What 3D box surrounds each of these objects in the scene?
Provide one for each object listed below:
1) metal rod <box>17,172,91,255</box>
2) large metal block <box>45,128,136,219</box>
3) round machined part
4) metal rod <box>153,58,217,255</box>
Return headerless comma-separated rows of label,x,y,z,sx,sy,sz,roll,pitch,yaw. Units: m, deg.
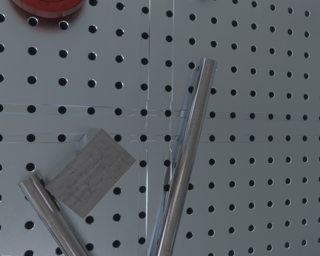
metal rod,-0.082,0.187,0.382,0.025,0.025,0.299,-32,101,-17
large metal block,-0.082,0.046,0.353,0.050,0.080,0.080,46,76,-15
round machined part,-0.130,-0.175,0.355,0.099,0.042,0.097,0,90,-20
metal rod,0.033,0.050,0.425,0.025,0.025,0.299,16,85,-20
